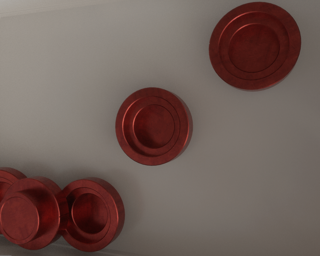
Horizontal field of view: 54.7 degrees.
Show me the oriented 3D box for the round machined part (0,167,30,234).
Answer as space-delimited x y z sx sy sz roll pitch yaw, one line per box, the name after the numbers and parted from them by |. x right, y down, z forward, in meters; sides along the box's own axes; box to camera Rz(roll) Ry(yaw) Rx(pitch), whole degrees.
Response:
-0.237 0.108 0.478 0.099 0.042 0.097 0 93 6 | round machined part

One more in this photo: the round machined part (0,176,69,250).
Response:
-0.177 0.117 0.419 0.098 0.042 0.097 0 90 19 | round machined part

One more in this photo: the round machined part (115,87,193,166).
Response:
-0.005 -0.002 0.403 0.098 0.042 0.097 0 90 20 | round machined part

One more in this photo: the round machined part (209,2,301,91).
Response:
0.110 -0.091 0.363 0.098 0.042 0.097 0 90 20 | round machined part

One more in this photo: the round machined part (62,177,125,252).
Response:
-0.093 0.117 0.434 0.098 0.042 0.097 0 90 20 | round machined part
